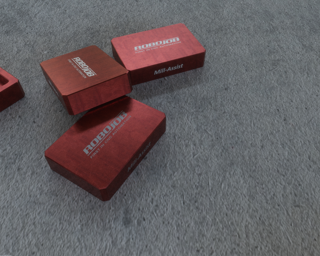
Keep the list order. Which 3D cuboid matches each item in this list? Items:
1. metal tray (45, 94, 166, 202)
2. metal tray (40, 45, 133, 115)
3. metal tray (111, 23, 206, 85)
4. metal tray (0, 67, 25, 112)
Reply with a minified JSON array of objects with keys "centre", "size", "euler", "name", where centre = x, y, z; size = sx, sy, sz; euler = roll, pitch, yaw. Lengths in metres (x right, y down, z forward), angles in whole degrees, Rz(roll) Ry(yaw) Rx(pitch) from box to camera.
[{"centre":[-0.063,0.015,0.386],"size":[0.090,0.030,0.131],"euler":[26,55,20],"name":"metal tray"},{"centre":[-0.108,-0.074,0.440],"size":[0.091,0.030,0.130],"euler":[-25,40,-20],"name":"metal tray"},{"centre":[-0.004,-0.122,0.503],"size":[0.131,0.030,0.090],"euler":[-17,52,-14],"name":"metal tray"},{"centre":[-0.272,-0.040,0.431],"size":[0.090,0.030,0.131],"euler":[32,57,24],"name":"metal tray"}]
